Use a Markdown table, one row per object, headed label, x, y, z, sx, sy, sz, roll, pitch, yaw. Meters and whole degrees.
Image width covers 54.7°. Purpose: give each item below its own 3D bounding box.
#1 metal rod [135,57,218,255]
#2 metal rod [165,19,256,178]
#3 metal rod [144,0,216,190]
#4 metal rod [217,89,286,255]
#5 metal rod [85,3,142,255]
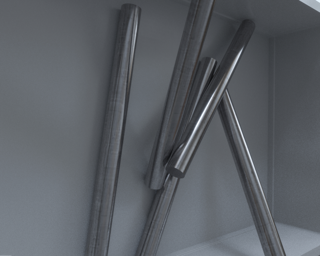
| label | x | y | z | sx | sy | sz | roll | pitch | yaw |
| --- | --- | --- | --- | --- | --- | --- | --- | --- | --- |
| metal rod | 0.027 | 0.034 | 0.431 | 0.025 | 0.025 | 0.299 | 31 | 70 | -36 |
| metal rod | 0.083 | -0.059 | 0.445 | 0.025 | 0.025 | 0.301 | 49 | 55 | -29 |
| metal rod | 0.027 | -0.061 | 0.350 | 0.025 | 0.025 | 0.298 | -5 | 119 | -40 |
| metal rod | 0.120 | 0.059 | 0.429 | 0.025 | 0.025 | 0.299 | 6 | 61 | -40 |
| metal rod | -0.054 | 0.001 | 0.363 | 0.025 | 0.025 | 0.298 | 12 | 82 | -40 |
